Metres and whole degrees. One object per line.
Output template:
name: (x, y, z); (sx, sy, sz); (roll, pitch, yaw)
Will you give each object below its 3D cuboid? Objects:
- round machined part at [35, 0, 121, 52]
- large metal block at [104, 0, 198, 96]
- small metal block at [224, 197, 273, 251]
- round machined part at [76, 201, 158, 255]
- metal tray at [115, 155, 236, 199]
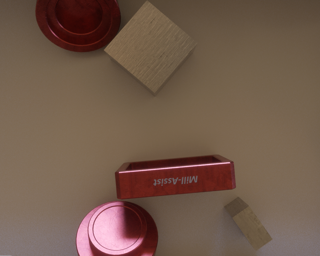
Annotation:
round machined part: (-0.100, -0.146, 0.384); (0.099, 0.098, 0.042); (-13, 52, 0)
large metal block: (-0.011, -0.099, 0.399); (0.080, 0.050, 0.080); (40, 90, -1)
small metal block: (0.112, 0.122, 0.401); (0.025, 0.050, 0.050); (-35, 90, 0)
round machined part: (-0.051, 0.130, 0.374); (0.099, 0.098, 0.042); (7, 134, -1)
metal tray: (0.017, 0.057, 0.379); (0.131, 0.090, 0.030); (-5, 90, -1)
